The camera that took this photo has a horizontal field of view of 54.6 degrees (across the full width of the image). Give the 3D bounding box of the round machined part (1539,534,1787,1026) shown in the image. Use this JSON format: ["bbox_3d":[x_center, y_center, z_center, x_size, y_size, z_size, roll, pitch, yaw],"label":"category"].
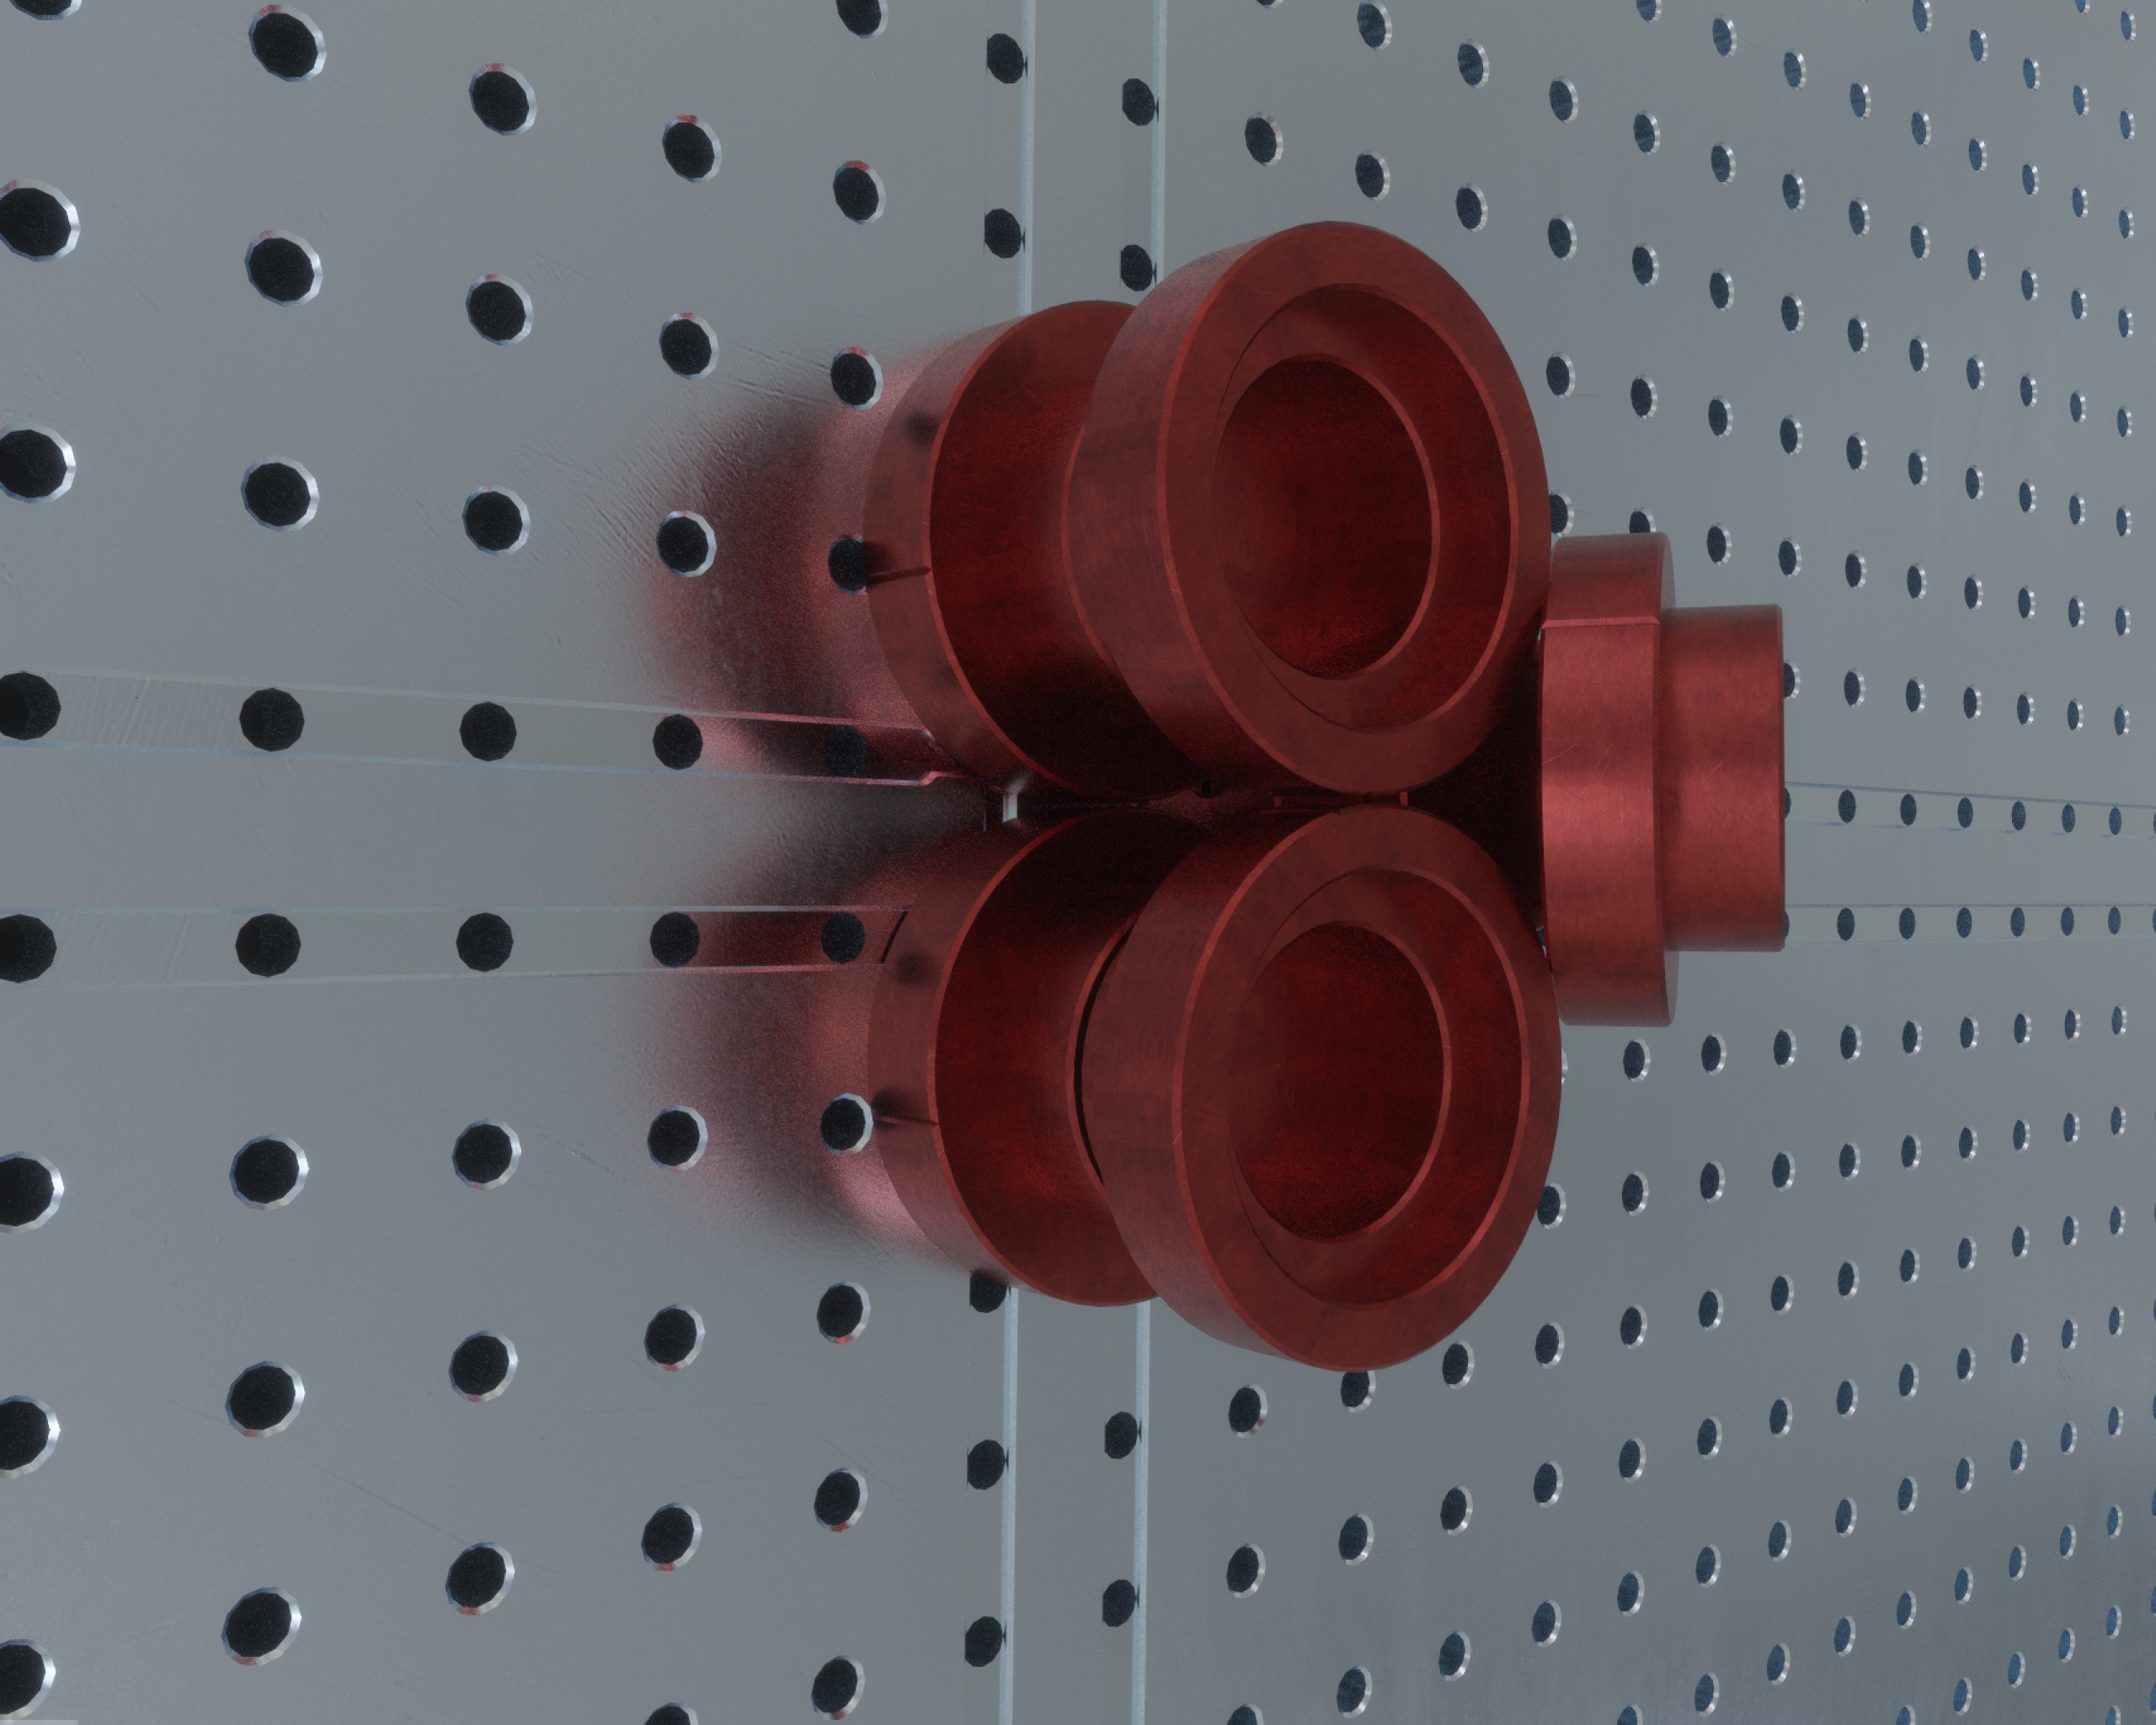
[{"bbox_3d":[0.118,-0.016,0.413,0.098,0.042,0.097,-1,90,-72],"label":"round machined part"}]

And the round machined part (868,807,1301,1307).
[{"bbox_3d":[0.011,0.038,0.407,0.099,0.042,0.097,0,90,-40],"label":"round machined part"}]

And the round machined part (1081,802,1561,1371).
[{"bbox_3d":[0.040,0.038,0.375,0.099,0.042,0.097,0,90,-40],"label":"round machined part"}]

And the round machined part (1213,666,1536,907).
[{"bbox_3d":[0.080,-0.017,0.464,0.099,0.042,0.097,0,90,-40],"label":"round machined part"}]

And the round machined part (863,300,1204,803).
[{"bbox_3d":[0.010,-0.060,0.407,0.099,0.042,0.097,0,90,-40],"label":"round machined part"}]

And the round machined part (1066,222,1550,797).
[{"bbox_3d":[0.037,-0.060,0.372,0.099,0.042,0.097,0,90,-40],"label":"round machined part"}]
